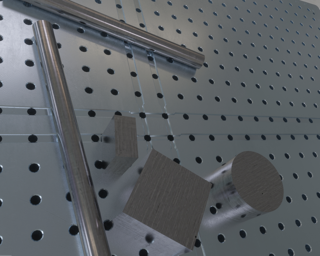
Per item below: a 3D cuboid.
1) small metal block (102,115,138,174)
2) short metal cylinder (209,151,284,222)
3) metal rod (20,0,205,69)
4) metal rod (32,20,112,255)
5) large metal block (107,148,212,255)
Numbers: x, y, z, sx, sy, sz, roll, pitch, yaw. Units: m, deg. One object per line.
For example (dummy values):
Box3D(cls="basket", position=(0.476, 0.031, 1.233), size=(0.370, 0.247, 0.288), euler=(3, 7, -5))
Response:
Box3D(cls="small metal block", position=(-0.047, 0.020, 0.355), size=(0.025, 0.050, 0.050), euler=(8, 58, -24))
Box3D(cls="short metal cylinder", position=(0.112, 0.077, 0.406), size=(0.081, 0.050, 0.080), euler=(14, 56, -21))
Box3D(cls="metal rod", position=(-0.069, -0.150, 0.462), size=(0.302, 0.025, 0.025), euler=(17, 55, -19))
Box3D(cls="metal rod", position=(-0.106, -0.001, 0.351), size=(0.025, 0.025, 0.299), euler=(-7, 65, -31))
Box3D(cls="large metal block", position=(0.002, 0.083, 0.342), size=(0.080, 0.050, 0.080), euler=(32, 52, -8))
